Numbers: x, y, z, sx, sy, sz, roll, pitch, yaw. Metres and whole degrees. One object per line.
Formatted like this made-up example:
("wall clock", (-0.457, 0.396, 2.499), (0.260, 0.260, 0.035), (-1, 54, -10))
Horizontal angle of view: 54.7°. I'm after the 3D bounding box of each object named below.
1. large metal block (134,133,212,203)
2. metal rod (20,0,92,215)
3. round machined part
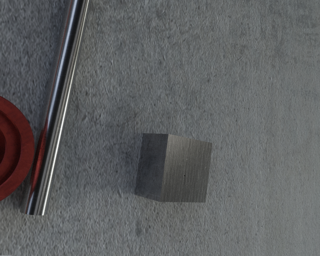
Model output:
("large metal block", (0.019, 0.053, 0.407), (0.081, 0.050, 0.080), (13, 82, -40))
("metal rod", (-0.099, -0.063, 0.322), (0.025, 0.025, 0.298), (16, 80, -39))
("round machined part", (-0.162, 0.017, 0.259), (0.099, 0.042, 0.097), (0, 90, -40))
